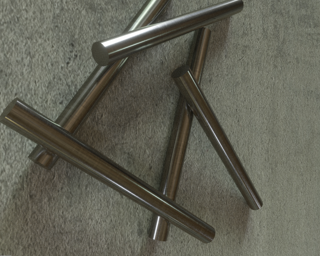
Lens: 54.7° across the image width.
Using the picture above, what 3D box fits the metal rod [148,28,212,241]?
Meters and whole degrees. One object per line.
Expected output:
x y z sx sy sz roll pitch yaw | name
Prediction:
0.030 0.001 0.429 0.025 0.025 0.299 22 76 -38 | metal rod

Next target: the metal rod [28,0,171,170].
-0.049 -0.084 0.363 0.025 0.025 0.300 45 63 -31 | metal rod

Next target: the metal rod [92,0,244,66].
0.033 -0.138 0.410 0.302 0.025 0.025 -35 112 -42 | metal rod

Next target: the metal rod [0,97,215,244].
-0.032 0.065 0.344 0.301 0.025 0.025 40 66 -33 | metal rod

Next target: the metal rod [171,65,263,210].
0.097 0.032 0.464 0.025 0.025 0.300 -54 128 -26 | metal rod
